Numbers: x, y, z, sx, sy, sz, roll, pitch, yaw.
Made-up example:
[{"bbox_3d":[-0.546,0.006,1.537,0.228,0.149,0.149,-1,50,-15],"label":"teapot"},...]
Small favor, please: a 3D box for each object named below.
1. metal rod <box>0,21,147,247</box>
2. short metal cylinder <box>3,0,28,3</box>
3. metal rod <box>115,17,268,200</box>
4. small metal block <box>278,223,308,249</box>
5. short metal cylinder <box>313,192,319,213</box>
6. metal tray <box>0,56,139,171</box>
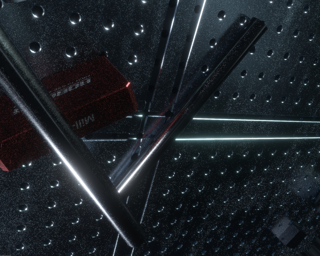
[{"bbox_3d":[-0.075,0.020,0.264,0.025,0.025,0.299,-31,129,-9],"label":"metal rod"},{"bbox_3d":[-0.096,-0.137,0.239,0.080,0.080,0.050,-27,128,-12],"label":"short metal cylinder"},{"bbox_3d":[0.035,-0.020,0.419,0.025,0.025,0.299,33,100,-39],"label":"metal rod"},{"bbox_3d":[0.326,0.265,0.758,0.050,0.025,0.050,31,101,-38],"label":"small metal block"},{"bbox_3d":[0.401,0.175,0.708,0.081,0.080,0.050,9,114,-33],"label":"short metal cylinder"},{"bbox_3d":[-0.098,-0.021,0.303,0.131,0.090,0.030,-26,128,-13],"label":"metal tray"}]
